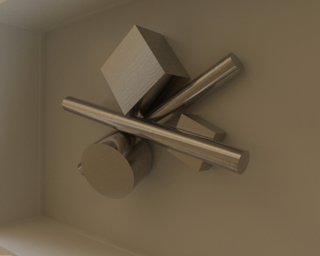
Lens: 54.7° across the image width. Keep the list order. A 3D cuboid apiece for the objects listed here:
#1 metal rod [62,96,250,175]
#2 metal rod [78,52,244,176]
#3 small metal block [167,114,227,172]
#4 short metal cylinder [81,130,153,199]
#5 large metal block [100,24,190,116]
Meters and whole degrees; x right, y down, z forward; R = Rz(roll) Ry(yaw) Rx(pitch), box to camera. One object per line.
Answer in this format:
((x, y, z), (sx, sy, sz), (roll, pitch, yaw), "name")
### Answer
((-0.031, -0.002, 0.395), (0.300, 0.025, 0.025), (18, 101, 38), "metal rod")
((-0.020, -0.003, 0.418), (0.299, 0.025, 0.025), (-34, 69, 34), "metal rod")
((0.042, 0.016, 0.366), (0.050, 0.025, 0.050), (33, 110, 34), "small metal block")
((-0.057, 0.047, 0.415), (0.080, 0.050, 0.079), (11, 116, 23), "short metal cylinder")
((-0.021, -0.071, 0.403), (0.080, 0.050, 0.080), (-43, 64, 31), "large metal block")
